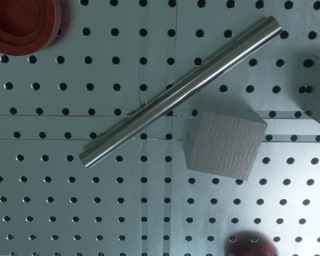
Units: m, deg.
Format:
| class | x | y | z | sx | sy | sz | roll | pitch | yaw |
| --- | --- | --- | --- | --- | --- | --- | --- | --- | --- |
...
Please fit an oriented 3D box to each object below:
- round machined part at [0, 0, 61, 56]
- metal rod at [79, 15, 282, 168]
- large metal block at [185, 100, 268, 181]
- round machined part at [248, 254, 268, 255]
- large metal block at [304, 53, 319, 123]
| class | x | y | z | sx | sy | sz | roll | pitch | yaw |
| --- | --- | --- | --- | --- | --- | --- | --- | --- | --- |
| round machined part | -0.162 | -0.134 | 0.353 | 0.099 | 0.042 | 0.097 | 0 | 110 | 0 |
| metal rod | 0.017 | -0.039 | 0.398 | 0.300 | 0.025 | 0.025 | -35 | 107 | 12 |
| large metal block | 0.082 | 0.015 | 0.406 | 0.081 | 0.050 | 0.079 | 12 | 110 | -5 |
| round machined part | 0.159 | 0.243 | 0.495 | 0.099 | 0.042 | 0.097 | 0 | 110 | 0 |
| large metal block | 0.234 | -0.051 | 0.383 | 0.080 | 0.050 | 0.079 | -3 | 110 | 1 |
